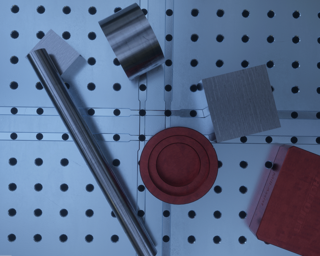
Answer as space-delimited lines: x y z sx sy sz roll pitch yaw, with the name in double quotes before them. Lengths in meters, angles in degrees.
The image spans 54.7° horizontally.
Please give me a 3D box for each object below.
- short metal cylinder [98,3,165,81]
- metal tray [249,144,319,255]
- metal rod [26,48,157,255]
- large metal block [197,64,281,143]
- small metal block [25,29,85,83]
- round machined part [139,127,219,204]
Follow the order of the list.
"short metal cylinder" -0.035 -0.106 0.385 0.050 0.080 0.080 -28 90 0
"metal tray" 0.187 0.097 0.414 0.090 0.030 0.129 21 90 -1
"metal rod" -0.084 0.039 0.398 0.025 0.025 0.299 -28 96 0
"large metal block" 0.099 -0.030 0.402 0.080 0.050 0.080 -14 90 -1
"small metal block" -0.139 -0.093 0.412 0.050 0.025 0.050 42 90 -1
"round machined part" 0.024 0.047 0.405 0.099 0.042 0.097 0 90 -1
